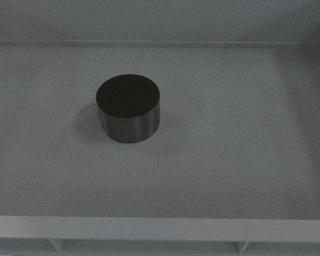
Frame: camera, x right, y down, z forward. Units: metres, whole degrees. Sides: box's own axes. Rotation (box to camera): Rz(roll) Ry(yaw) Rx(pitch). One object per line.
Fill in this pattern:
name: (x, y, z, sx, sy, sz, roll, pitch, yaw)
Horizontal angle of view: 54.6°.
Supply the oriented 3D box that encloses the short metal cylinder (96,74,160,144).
short metal cylinder: (-0.040, -0.026, 0.411, 0.080, 0.050, 0.080, 0, 50, 0)
